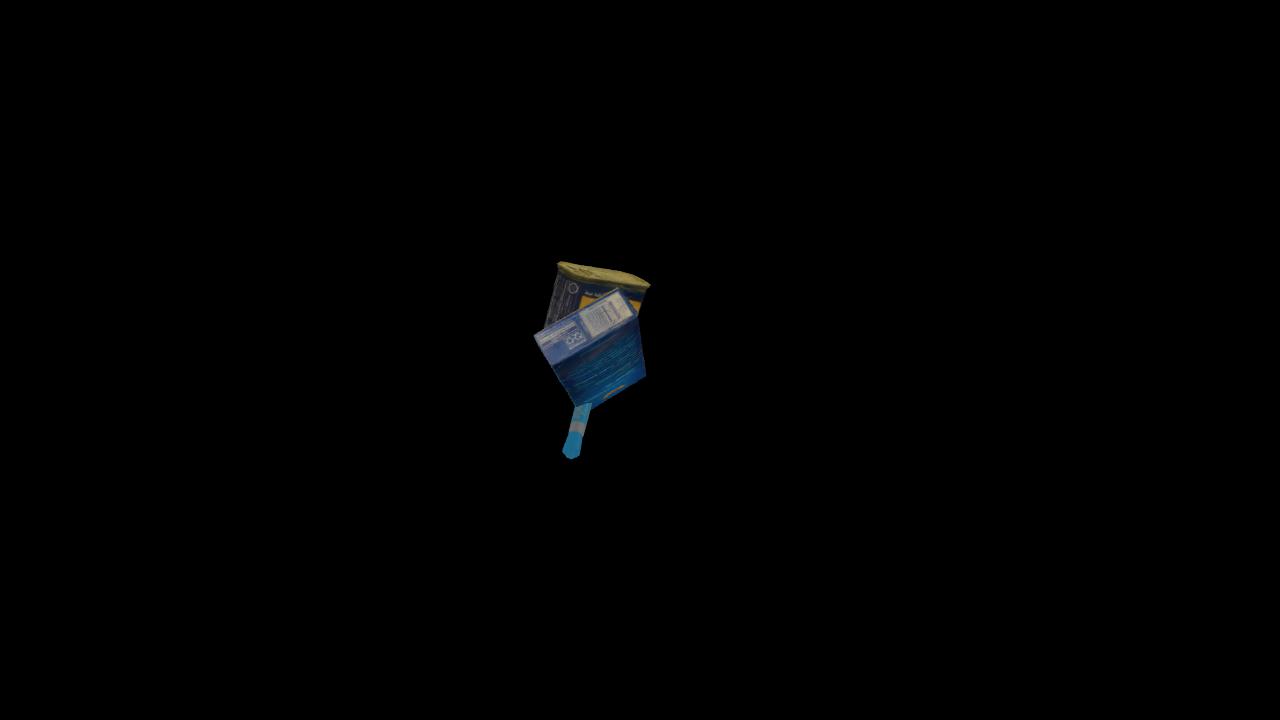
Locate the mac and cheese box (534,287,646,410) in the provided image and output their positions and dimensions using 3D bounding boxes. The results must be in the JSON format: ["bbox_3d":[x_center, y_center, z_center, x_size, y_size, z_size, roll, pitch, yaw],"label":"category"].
[{"bbox_3d":[-0.044,-0.002,0.634,0.093,0.041,0.184,-32,-17,-8],"label":"mac and cheese box"}]

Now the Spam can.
[{"bbox_3d":[-0.049,-0.054,0.667,0.101,0.085,0.058,3,21,-37],"label":"Spam can"}]

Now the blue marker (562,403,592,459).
[{"bbox_3d":[-0.065,0.059,0.678,0.020,0.020,0.121,0,43,10],"label":"blue marker"}]
